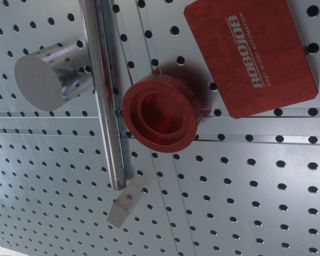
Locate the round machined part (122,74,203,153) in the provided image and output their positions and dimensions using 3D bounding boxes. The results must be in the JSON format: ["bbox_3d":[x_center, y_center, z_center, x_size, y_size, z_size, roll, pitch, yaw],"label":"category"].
[{"bbox_3d":[0.006,-0.021,0.384,0.098,0.042,0.097,13,124,21],"label":"round machined part"}]

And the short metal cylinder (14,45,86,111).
[{"bbox_3d":[-0.152,-0.070,0.432,0.080,0.050,0.079,13,124,21],"label":"short metal cylinder"}]

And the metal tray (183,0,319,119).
[{"bbox_3d":[0.092,-0.080,0.310,0.090,0.030,0.130,-16,110,34],"label":"metal tray"}]

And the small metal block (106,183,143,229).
[{"bbox_3d":[-0.058,0.126,0.504,0.025,0.050,0.050,30,128,9],"label":"small metal block"}]

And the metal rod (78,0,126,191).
[{"bbox_3d":[-0.075,-0.035,0.429,0.025,0.025,0.298,10,123,22],"label":"metal rod"}]
